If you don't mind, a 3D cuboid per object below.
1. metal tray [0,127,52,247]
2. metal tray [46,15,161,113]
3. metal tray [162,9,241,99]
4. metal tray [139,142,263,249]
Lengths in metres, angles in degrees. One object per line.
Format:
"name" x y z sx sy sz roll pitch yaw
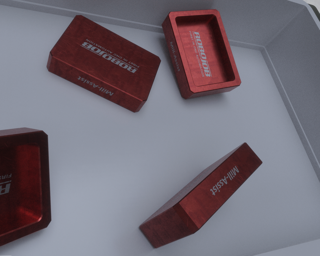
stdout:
"metal tray" -0.150 0.052 0.235 0.131 0.030 0.089 -11 104 -52
"metal tray" -0.071 -0.087 0.419 0.131 0.030 0.090 26 52 -13
"metal tray" 0.064 -0.116 0.479 0.091 0.030 0.129 -12 82 -22
"metal tray" 0.047 0.073 0.345 0.131 0.090 0.030 -32 80 -38
